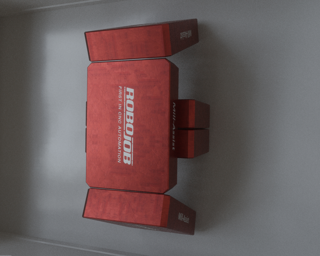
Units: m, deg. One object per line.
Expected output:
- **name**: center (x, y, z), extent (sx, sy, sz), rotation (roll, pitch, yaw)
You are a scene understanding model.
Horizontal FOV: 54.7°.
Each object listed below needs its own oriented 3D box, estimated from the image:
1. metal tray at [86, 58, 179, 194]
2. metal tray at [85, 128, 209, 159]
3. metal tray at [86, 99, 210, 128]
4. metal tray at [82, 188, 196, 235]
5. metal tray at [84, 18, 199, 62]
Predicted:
- **metal tray**: center (-0.029, -0.003, 0.320), extent (0.090, 0.030, 0.129), rotation (1, 90, 19)
- **metal tray**: center (-0.012, 0.015, 0.380), extent (0.130, 0.090, 0.030), rotation (1, 91, 20)
- **metal tray**: center (-0.012, -0.016, 0.379), extent (0.130, 0.090, 0.030), rotation (1, 91, 20)
- **metal tray**: center (-0.016, 0.099, 0.357), extent (0.090, 0.130, 0.030), rotation (1, 69, 19)
- **metal tray**: center (-0.013, -0.104, 0.357), extent (0.090, 0.131, 0.030), rotation (1, 111, 20)
